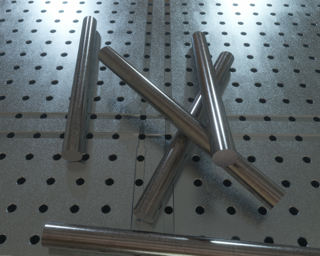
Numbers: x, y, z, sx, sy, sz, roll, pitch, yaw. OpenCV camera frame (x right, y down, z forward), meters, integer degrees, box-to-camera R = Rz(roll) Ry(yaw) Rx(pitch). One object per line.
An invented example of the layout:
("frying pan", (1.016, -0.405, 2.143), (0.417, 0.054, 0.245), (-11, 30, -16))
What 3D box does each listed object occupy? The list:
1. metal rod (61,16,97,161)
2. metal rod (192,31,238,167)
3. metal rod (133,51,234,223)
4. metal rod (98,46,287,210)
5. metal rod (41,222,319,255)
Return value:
("metal rod", (-0.118, -0.081, 0.473), (0.025, 0.025, 0.300), (-3, 50, -3))
("metal rod", (0.066, -0.064, 0.424), (0.025, 0.025, 0.300), (1, 39, 0))
("metal rod", (0.045, -0.010, 0.416), (0.025, 0.025, 0.301), (20, 53, 15))
("metal rod", (0.022, -0.015, 0.384), (0.025, 0.025, 0.300), (-35, 63, -26))
("metal rod", (0.035, 0.120, 0.306), (0.302, 0.025, 0.025), (5, 50, 3))
